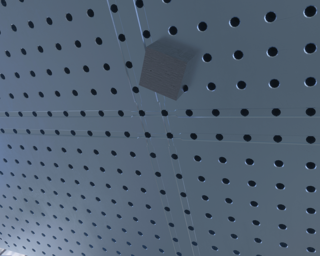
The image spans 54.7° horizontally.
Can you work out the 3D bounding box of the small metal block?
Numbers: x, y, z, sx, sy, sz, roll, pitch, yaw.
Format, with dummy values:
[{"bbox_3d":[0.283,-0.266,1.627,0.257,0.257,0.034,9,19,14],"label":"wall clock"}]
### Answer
[{"bbox_3d":[0.007,-0.067,0.365,0.050,0.025,0.050,24,127,13],"label":"small metal block"}]
